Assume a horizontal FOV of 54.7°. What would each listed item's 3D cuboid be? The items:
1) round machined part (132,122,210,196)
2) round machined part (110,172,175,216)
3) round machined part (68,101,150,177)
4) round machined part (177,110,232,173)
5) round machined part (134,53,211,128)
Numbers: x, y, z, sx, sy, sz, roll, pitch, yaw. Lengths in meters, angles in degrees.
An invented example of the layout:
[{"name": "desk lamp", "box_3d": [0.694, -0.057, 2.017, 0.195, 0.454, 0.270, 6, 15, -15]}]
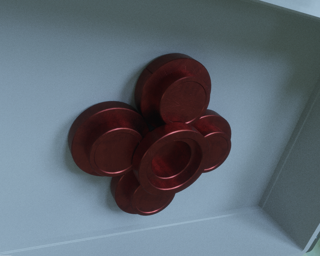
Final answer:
[{"name": "round machined part", "box_3d": [0.011, 0.035, 0.395, 0.099, 0.042, 0.097, -14, 124, -21]}, {"name": "round machined part", "box_3d": [-0.016, 0.084, 0.438, 0.099, 0.042, 0.097, -14, 123, -22]}, {"name": "round machined part", "box_3d": [-0.057, 0.020, 0.376, 0.099, 0.042, 0.097, -14, 124, -21]}, {"name": "round machined part", "box_3d": [0.062, 0.026, 0.444, 0.099, 0.042, 0.097, -14, 124, -21]}, {"name": "round machined part", "box_3d": [0.022, -0.039, 0.382, 0.099, 0.042, 0.097, -14, 124, -21]}]
